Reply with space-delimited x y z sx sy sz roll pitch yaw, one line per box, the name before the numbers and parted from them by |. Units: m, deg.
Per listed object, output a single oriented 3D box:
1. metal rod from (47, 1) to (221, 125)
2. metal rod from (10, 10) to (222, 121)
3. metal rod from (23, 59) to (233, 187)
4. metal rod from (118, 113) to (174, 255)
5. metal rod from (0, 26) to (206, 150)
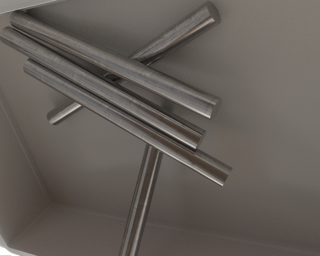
metal rod | -0.056 -0.066 0.397 0.299 0.025 0.025 -24 105 36
metal rod | -0.068 -0.083 0.365 0.300 0.025 0.025 27 128 21
metal rod | -0.051 -0.015 0.386 0.301 0.025 0.025 29 128 15
metal rod | -0.031 0.122 0.409 0.025 0.025 0.298 16 95 19
metal rod | -0.081 -0.056 0.383 0.301 0.025 0.025 29 128 15
